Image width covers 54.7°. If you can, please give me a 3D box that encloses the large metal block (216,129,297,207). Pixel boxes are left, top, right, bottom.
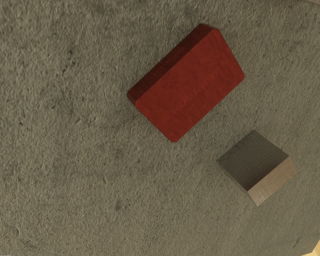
[{"bbox_3d":[0.152,0.062,0.493,0.080,0.080,0.050,-40,130,-1],"label":"large metal block"}]

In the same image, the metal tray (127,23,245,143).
[{"bbox_3d":[0.035,-0.053,0.390,0.130,0.030,0.090,-43,130,2],"label":"metal tray"}]

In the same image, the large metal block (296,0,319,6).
[{"bbox_3d":[0.178,-0.195,0.367,0.081,0.050,0.079,0,118,-29],"label":"large metal block"}]
